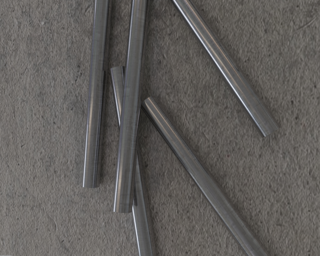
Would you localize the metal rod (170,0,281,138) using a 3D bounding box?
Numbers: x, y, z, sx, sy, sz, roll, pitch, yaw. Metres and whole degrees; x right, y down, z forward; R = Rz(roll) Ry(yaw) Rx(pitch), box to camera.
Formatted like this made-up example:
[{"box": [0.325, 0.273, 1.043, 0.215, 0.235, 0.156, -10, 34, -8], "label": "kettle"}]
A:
[{"box": [0.054, -0.120, 0.389, 0.025, 0.025, 0.299, -34, 79, 17], "label": "metal rod"}]

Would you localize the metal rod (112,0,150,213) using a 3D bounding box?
[{"box": [-0.036, -0.044, 0.403, 0.025, 0.025, 0.298, 2, 84, 20], "label": "metal rod"}]

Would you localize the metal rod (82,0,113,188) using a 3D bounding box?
[{"box": [-0.088, -0.066, 0.440, 0.025, 0.025, 0.298, 5, 92, 20], "label": "metal rod"}]

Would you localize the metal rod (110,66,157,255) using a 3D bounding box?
[{"box": [-0.034, 0.065, 0.420, 0.025, 0.025, 0.298, -10, 87, 20], "label": "metal rod"}]

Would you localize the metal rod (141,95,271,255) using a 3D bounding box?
[{"box": [0.069, 0.084, 0.384, 0.025, 0.025, 0.299, -39, 78, 16], "label": "metal rod"}]
